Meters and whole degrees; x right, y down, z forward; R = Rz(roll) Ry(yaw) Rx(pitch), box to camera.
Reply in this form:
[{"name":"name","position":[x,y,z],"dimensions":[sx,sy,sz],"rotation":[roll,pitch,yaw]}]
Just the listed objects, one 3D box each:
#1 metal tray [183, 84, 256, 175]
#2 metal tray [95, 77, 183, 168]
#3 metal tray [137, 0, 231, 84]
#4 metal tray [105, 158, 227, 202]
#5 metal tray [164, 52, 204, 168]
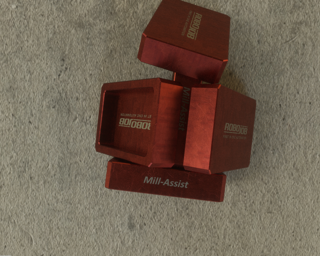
[{"name":"metal tray","position":[0.075,0.003,0.362],"dimensions":[0.030,0.131,0.089],"rotation":[6,91,33]},{"name":"metal tray","position":[-0.030,-0.008,0.362],"dimensions":[0.030,0.130,0.089],"rotation":[6,90,-37]},{"name":"metal tray","position":[0.034,-0.109,0.365],"dimensions":[0.090,0.130,0.030],"rotation":[18,131,-1]},{"name":"metal tray","position":[0.006,0.058,0.378],"dimensions":[0.131,0.090,0.030],"rotation":[7,90,-1]},{"name":"metal tray","position":[0.026,-0.021,0.378],"dimensions":[0.030,0.090,0.129],"rotation":[7,90,0]}]
